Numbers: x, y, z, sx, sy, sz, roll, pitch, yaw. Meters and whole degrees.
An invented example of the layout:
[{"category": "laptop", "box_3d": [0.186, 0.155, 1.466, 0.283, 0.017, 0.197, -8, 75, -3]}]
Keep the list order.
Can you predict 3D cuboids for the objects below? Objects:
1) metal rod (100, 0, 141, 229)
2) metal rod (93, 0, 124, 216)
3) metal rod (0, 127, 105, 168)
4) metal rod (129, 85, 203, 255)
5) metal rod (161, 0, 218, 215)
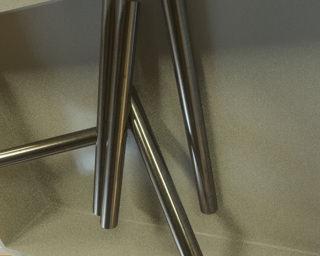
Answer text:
[{"category": "metal rod", "box_3d": [-0.053, 0.001, 0.385, 0.025, 0.025, 0.298, 17, 114, 18]}, {"category": "metal rod", "box_3d": [-0.069, -0.012, 0.401, 0.025, 0.025, 0.298, 16, 115, 18]}, {"category": "metal rod", "box_3d": [-0.195, 0.036, 0.446, 0.302, 0.025, 0.025, -14, 114, 4]}, {"category": "metal rod", "box_3d": [0.011, 0.086, 0.378, 0.025, 0.025, 0.299, -29, 78, 37]}, {"category": "metal rod", "box_3d": [0.040, -0.016, 0.376, 0.025, 0.025, 0.298, 1, 119, 27]}]
